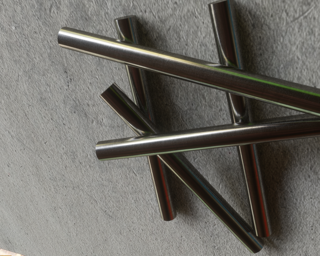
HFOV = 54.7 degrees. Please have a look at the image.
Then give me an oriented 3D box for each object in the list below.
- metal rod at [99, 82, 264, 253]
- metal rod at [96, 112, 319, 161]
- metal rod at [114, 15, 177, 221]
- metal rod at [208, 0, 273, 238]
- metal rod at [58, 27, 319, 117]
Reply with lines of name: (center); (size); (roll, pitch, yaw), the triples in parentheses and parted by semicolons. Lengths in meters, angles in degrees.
metal rod: (0.036, 0.060, 0.404); (0.300, 0.025, 0.025); (47, 129, -13)
metal rod: (0.069, 0.009, 0.337); (0.301, 0.025, 0.025); (-8, 115, 18)
metal rod: (-0.013, 0.006, 0.416); (0.025, 0.025, 0.298); (3, 120, 27)
metal rod: (0.099, 0.008, 0.359); (0.025, 0.025, 0.298); (-3, 117, 29)
metal rod: (0.024, -0.062, 0.321); (0.301, 0.025, 0.025); (18, 126, 17)
